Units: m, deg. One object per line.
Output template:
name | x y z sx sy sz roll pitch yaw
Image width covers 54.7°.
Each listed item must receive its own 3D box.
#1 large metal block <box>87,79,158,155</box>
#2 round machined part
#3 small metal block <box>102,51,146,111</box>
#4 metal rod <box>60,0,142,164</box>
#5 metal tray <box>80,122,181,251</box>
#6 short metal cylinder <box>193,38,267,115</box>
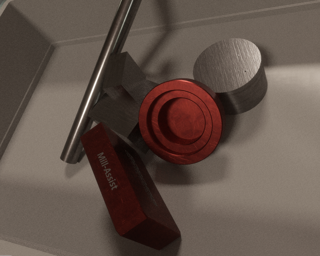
large metal block | -0.036 -0.023 0.421 0.080 0.050 0.080 26 76 36
round machined part | 0.028 -0.010 0.364 0.098 0.042 0.097 6 106 20
small metal block | -0.042 -0.056 0.381 0.025 0.050 0.050 -9 58 23
metal rod | -0.073 -0.088 0.421 0.025 0.025 0.298 32 103 37
metal tray | -0.034 0.062 0.341 0.030 0.090 0.130 -36 51 4
short metal cylinder | 0.087 -0.063 0.382 0.080 0.050 0.080 -13 56 20
